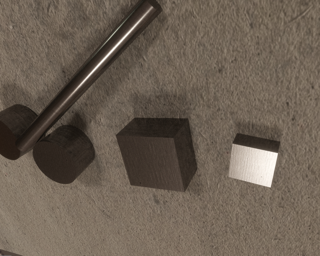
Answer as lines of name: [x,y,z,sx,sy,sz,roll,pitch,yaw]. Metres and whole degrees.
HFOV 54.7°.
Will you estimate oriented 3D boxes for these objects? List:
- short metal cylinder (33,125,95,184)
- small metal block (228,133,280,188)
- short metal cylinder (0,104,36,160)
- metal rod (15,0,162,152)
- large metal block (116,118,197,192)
short metal cylinder: [-0.152,0.042,0.493,0.080,0.050,0.079,12,124,19]
small metal block: [0.112,0.038,0.371,0.050,0.025,0.050,12,124,21]
short metal cylinder: [-0.242,0.007,0.516,0.080,0.050,0.079,15,125,24]
metal rod: [-0.109,-0.053,0.403,0.299,0.025,0.025,-38,97,30]
large metal block: [-0.002,0.033,0.411,0.080,0.050,0.079,2,119,27]
